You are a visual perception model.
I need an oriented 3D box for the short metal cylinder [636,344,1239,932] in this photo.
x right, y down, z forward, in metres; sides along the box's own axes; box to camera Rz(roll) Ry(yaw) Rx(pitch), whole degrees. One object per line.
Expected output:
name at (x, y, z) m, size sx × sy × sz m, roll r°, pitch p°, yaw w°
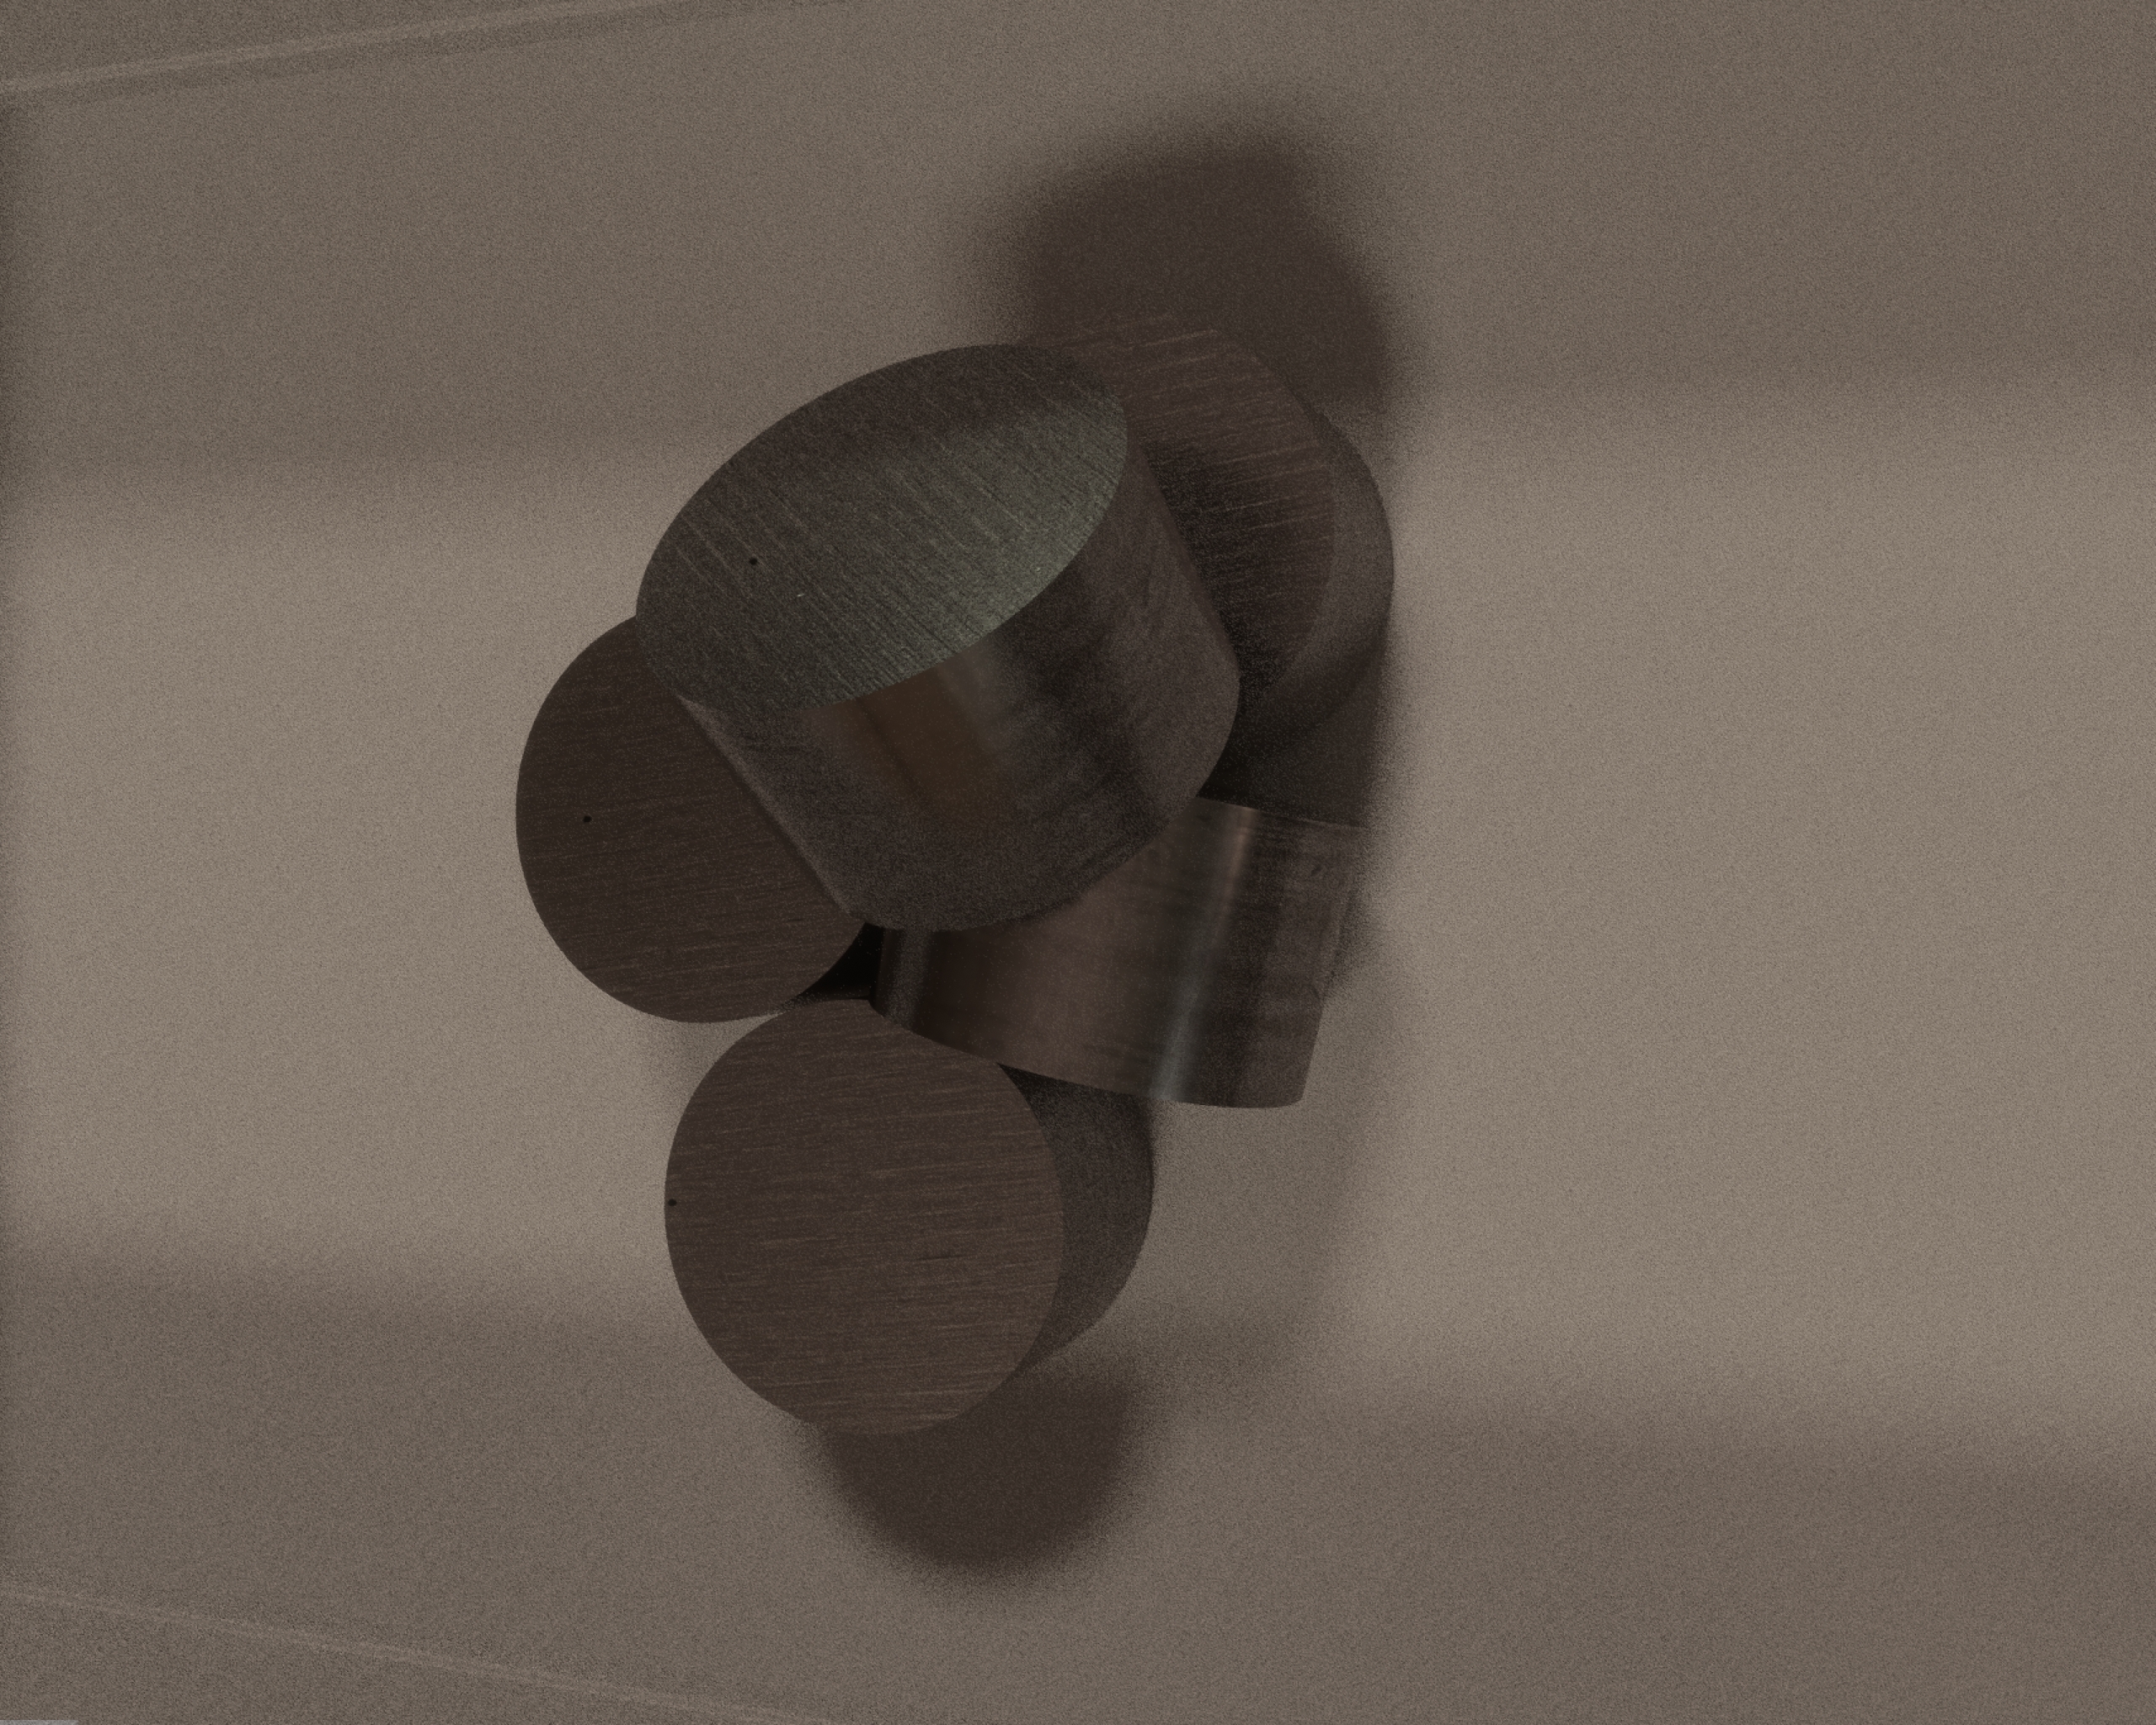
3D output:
short metal cylinder at (-0.021, -0.036, 0.327) m, size 0.080 × 0.050 × 0.080 m, roll -15°, pitch 45°, yaw 16°

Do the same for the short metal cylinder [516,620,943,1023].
short metal cylinder at (-0.063, -0.010, 0.416) m, size 0.080 × 0.050 × 0.079 m, roll 0°, pitch 90°, yaw 19°

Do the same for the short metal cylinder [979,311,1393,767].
short metal cylinder at (0.014, -0.057, 0.390) m, size 0.080 × 0.050 × 0.079 m, roll 0°, pitch 90°, yaw 19°

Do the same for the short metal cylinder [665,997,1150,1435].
short metal cylinder at (-0.032, 0.065, 0.405) m, size 0.080 × 0.050 × 0.079 m, roll 0°, pitch 90°, yaw 19°

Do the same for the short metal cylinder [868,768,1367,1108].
short metal cylinder at (0.007, 0.009, 0.377) m, size 0.080 × 0.080 × 0.050 m, roll 14°, pitch 95°, yaw 19°
